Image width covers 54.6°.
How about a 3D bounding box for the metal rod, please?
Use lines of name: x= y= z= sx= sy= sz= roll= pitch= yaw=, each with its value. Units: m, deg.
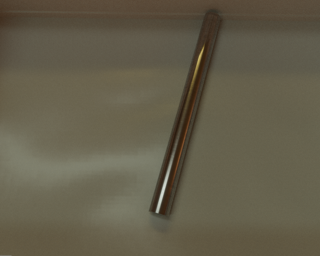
metal rod: x=0.039 y=-0.032 z=0.421 sx=0.025 sy=0.025 sz=0.300 roll=15 pitch=71 yaw=5
